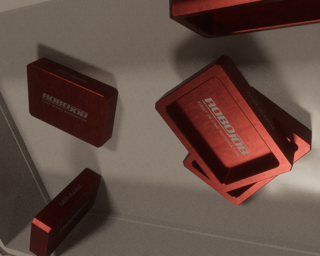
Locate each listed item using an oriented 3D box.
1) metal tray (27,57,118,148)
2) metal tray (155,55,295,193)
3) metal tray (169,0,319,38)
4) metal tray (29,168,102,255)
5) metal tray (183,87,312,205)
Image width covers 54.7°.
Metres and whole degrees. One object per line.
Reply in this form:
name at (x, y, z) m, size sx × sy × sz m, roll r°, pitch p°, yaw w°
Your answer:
metal tray at (-0.129, -0.037, 0.449) m, size 0.130 × 0.030 × 0.089 m, roll 24°, pitch 127°, yaw 13°
metal tray at (0.068, 0.001, 0.329) m, size 0.090 × 0.030 × 0.130 m, roll -31°, pitch 102°, yaw 37°
metal tray at (0.084, -0.105, 0.254) m, size 0.130 × 0.090 × 0.030 m, roll 0°, pitch 93°, yaw 28°
metal tray at (-0.150, 0.135, 0.501) m, size 0.030 × 0.131 × 0.089 m, roll 29°, pitch 128°, yaw 9°
metal tray at (0.098, 0.026, 0.369) m, size 0.090 × 0.030 × 0.129 m, roll 38°, pitch 129°, yaw 2°
